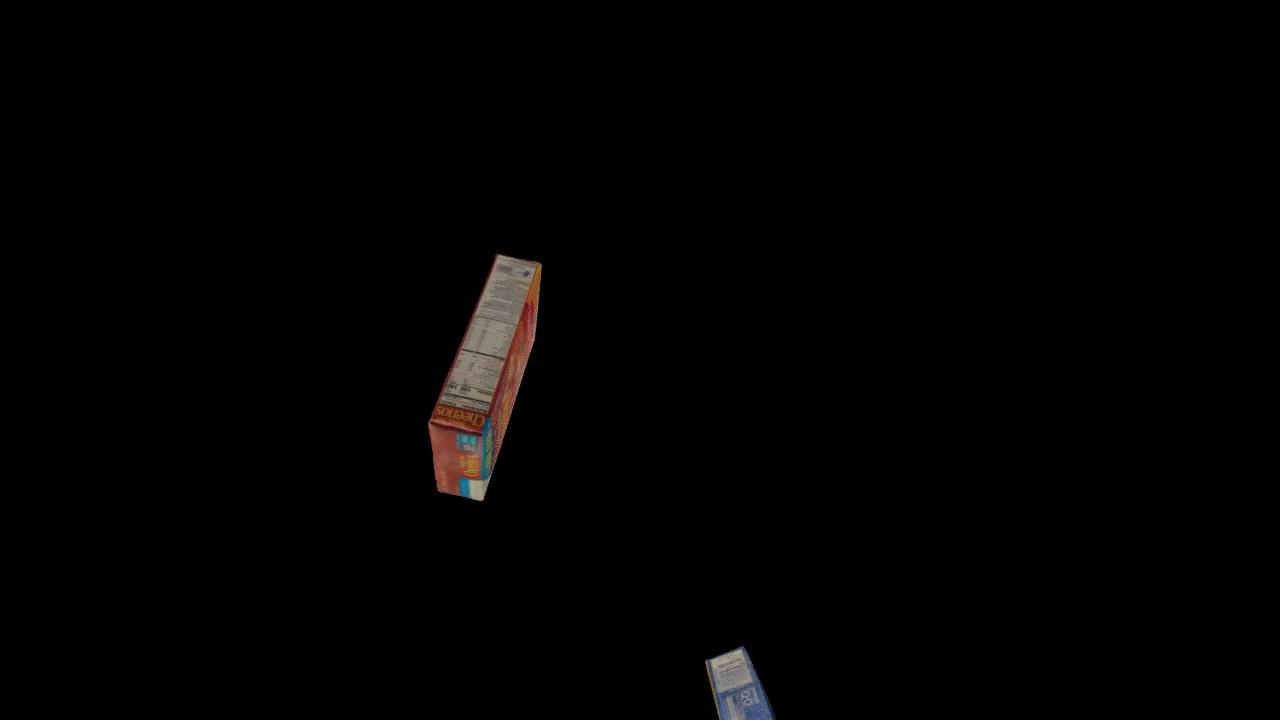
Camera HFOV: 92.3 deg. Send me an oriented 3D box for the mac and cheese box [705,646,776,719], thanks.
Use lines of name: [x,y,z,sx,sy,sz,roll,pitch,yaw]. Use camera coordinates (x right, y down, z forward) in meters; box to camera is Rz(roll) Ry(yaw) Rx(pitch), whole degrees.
mac and cheese box: [0.102,0.328,0.470,0.041,0.184,0.093,-20,7,-2]

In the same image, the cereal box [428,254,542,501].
cereal box: [-0.218,0.024,0.896,0.081,0.306,0.203,13,-38,-5]
